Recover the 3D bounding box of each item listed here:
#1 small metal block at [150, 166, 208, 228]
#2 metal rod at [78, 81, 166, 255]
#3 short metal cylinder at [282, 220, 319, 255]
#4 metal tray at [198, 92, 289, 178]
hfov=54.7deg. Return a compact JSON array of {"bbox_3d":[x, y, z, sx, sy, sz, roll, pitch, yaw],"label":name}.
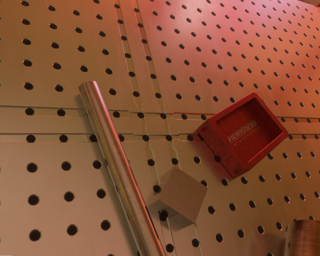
[{"bbox_3d":[0.024,0.082,0.372,0.050,0.025,0.050,35,51,-6],"label":"small metal block"},{"bbox_3d":[-0.033,0.077,0.344,0.025,0.025,0.299,-12,68,-33],"label":"metal rod"},{"bbox_3d":[0.196,0.158,0.385,0.080,0.080,0.050,33,51,-7],"label":"short metal cylinder"},{"bbox_3d":[0.130,0.006,0.473,0.131,0.030,0.090,-29,78,-38],"label":"metal tray"}]
